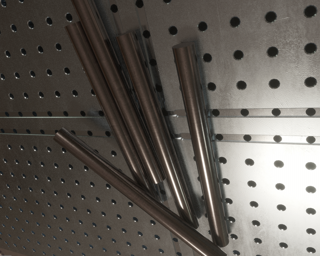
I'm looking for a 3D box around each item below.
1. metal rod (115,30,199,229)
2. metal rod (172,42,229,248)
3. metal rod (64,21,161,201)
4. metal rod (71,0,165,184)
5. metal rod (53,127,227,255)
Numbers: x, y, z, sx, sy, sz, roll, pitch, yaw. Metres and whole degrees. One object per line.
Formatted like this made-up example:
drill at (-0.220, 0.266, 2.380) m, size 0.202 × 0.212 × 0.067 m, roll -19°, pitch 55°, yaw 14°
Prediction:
metal rod at (0.004, 0.020, 0.419) m, size 0.025 × 0.025 × 0.298 m, roll -5°, pitch 116°, yaw 30°
metal rod at (0.059, 0.040, 0.403) m, size 0.025 × 0.025 × 0.298 m, roll 0°, pitch 119°, yaw 28°
metal rod at (-0.057, 0.000, 0.438) m, size 0.025 × 0.025 × 0.298 m, roll -8°, pitch 115°, yaw 31°
metal rod at (-0.054, -0.055, 0.403) m, size 0.025 × 0.025 × 0.298 m, roll -8°, pitch 115°, yaw 31°
metal rod at (-0.030, 0.100, 0.453) m, size 0.300 × 0.025 × 0.025 m, roll 38°, pitch 129°, yaw 2°
